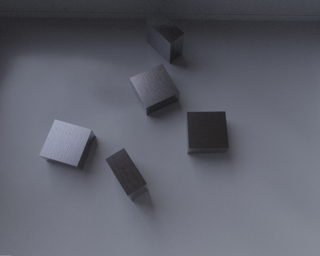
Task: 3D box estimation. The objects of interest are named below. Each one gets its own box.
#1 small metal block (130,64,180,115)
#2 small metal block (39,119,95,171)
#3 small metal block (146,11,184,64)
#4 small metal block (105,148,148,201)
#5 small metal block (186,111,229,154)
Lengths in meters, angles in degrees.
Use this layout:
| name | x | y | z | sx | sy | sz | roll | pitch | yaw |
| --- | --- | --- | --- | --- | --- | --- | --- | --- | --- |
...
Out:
| name | x | y | z | sx | sy | sz | roll | pitch | yaw |
| --- | --- | --- | --- | --- | --- | --- | --- | --- | --- |
| small metal block | -0.007 | -0.053 | 0.429 | 0.050 | 0.025 | 0.050 | -26 | 72 | -9 |
| small metal block | -0.118 | 0.022 | 0.401 | 0.050 | 0.025 | 0.050 | 15 | 71 | 5 |
| small metal block | 0.007 | -0.129 | 0.443 | 0.025 | 0.050 | 0.050 | -41 | 75 | -13 |
| small metal block | -0.039 | 0.058 | 0.375 | 0.025 | 0.050 | 0.050 | -32 | 73 | -11 |
| small metal block | 0.061 | 0.006 | 0.408 | 0.050 | 0.025 | 0.050 | -1 | 70 | -1 |
